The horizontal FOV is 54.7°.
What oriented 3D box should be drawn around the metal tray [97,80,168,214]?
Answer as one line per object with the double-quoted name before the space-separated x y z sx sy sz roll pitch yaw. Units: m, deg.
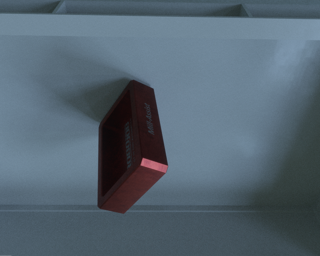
"metal tray" -0.037 0.018 0.353 0.030 0.130 0.090 22 127 -28
